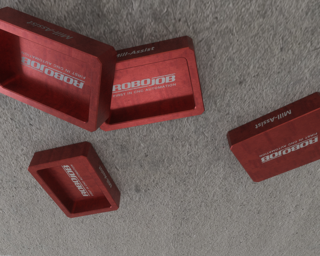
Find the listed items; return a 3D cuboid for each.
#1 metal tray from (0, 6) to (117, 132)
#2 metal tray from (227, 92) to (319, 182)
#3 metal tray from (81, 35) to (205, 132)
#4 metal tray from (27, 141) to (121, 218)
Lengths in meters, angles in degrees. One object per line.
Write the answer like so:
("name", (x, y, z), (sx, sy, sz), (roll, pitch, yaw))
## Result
("metal tray", (-0.113, -0.059, 0.321), (0.130, 0.030, 0.089), (23, 130, 9))
("metal tray", (0.170, 0.017, 0.420), (0.130, 0.030, 0.090), (-27, 126, 20))
("metal tray", (-0.019, -0.048, 0.362), (0.131, 0.030, 0.090), (-10, 130, 8))
("metal tray", (-0.125, 0.083, 0.473), (0.090, 0.030, 0.129), (-13, 129, 10))
